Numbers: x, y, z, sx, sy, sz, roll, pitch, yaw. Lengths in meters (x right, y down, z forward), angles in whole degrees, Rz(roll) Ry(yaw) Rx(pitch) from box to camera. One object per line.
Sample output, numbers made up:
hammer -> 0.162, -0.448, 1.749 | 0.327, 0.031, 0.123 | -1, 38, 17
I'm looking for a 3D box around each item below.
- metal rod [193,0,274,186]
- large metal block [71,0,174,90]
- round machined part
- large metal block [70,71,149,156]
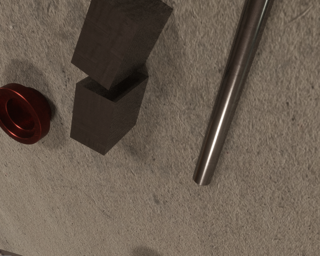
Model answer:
metal rod -> 0.079, -0.051, 0.332 | 0.025, 0.025, 0.298 | 21, 127, 15
large metal block -> -0.040, -0.099, 0.330 | 0.050, 0.080, 0.079 | 37, 129, 3
round machined part -> -0.213, -0.026, 0.489 | 0.098, 0.042, 0.097 | 13, 124, 20
large metal block -> -0.063, -0.027, 0.386 | 0.050, 0.080, 0.079 | 27, 128, 11
